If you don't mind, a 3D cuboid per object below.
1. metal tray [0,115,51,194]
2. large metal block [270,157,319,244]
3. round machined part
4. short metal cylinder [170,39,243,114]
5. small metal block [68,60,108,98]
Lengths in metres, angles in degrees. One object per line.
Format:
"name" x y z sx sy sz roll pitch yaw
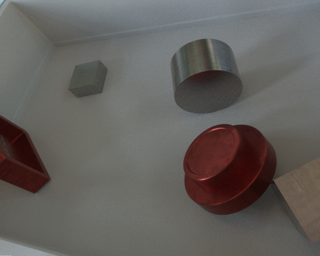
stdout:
"metal tray" -0.224 0.031 0.459 0.030 0.090 0.130 -43 51 -2
"large metal block" 0.143 0.049 0.258 0.080 0.080 0.050 -30 71 9
"round machined part" 0.063 0.035 0.317 0.098 0.042 0.098 -34 30 24
"short metal cylinder" 0.055 -0.061 0.378 0.080 0.080 0.050 -17 55 18
"small metal block" -0.120 -0.082 0.516 0.050 0.025 0.050 -7 59 24
